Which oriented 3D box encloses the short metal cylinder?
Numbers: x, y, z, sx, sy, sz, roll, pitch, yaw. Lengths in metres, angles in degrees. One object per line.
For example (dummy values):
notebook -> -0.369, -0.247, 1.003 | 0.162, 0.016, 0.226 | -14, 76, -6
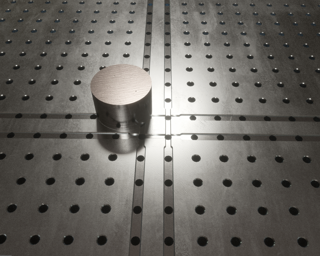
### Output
short metal cylinder -> -0.051, -0.043, 0.427 | 0.081, 0.050, 0.080 | 1, 50, 0
